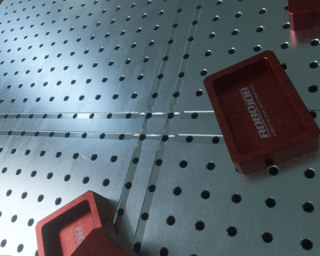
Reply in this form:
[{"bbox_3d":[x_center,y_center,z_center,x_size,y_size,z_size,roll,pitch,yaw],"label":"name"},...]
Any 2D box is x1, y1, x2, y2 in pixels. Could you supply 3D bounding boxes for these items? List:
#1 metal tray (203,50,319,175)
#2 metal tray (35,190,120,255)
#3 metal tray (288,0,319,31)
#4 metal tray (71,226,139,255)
[{"bbox_3d":[0.112,-0.022,0.359,0.090,0.030,0.130,-23,53,14],"label":"metal tray"},{"bbox_3d":[-0.092,0.150,0.359,0.090,0.030,0.130,-32,52,6],"label":"metal tray"},{"bbox_3d":[0.219,-0.194,0.409,0.090,0.030,0.130,-3,60,26],"label":"metal tray"},{"bbox_3d":[-0.070,0.177,0.308,0.090,0.030,0.130,39,85,16],"label":"metal tray"}]
